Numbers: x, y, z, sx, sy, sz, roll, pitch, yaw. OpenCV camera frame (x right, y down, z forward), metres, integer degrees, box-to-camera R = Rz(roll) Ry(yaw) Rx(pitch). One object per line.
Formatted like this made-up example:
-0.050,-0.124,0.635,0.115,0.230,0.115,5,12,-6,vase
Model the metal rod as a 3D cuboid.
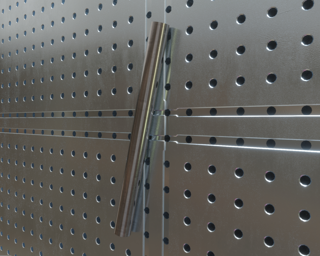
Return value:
-0.027,0.008,0.429,0.025,0.025,0.298,18,101,38,metal rod
